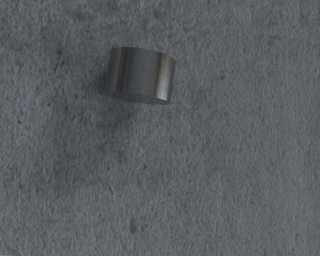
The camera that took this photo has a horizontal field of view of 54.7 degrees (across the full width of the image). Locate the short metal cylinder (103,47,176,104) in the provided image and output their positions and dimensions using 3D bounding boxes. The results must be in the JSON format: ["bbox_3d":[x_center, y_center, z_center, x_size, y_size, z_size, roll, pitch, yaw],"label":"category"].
[{"bbox_3d":[-0.024,-0.060,0.372,0.081,0.080,0.050,9,87,-20],"label":"short metal cylinder"}]
